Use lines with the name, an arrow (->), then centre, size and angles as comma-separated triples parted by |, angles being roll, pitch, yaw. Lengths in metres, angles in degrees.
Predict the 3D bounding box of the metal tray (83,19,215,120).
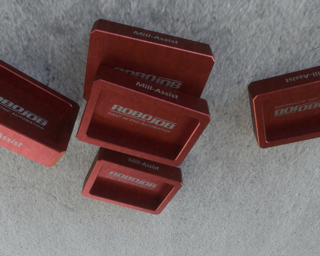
metal tray -> -0.015, -0.062, 0.351 | 0.131, 0.030, 0.089 | 10, 129, -10

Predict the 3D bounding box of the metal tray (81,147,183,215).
metal tray -> -0.043, 0.083, 0.473 | 0.131, 0.030, 0.089 | 19, 127, -16

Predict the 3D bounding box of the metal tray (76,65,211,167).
metal tray -> -0.020, -0.009, 0.356 | 0.131, 0.030, 0.089 | 17, 128, -15

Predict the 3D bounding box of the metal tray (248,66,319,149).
metal tray -> 0.182, -0.027, 0.383 | 0.131, 0.030, 0.090 | -13, 129, 10

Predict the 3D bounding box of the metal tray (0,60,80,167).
metal tray -> -0.161, -0.022, 0.342 | 0.131, 0.090, 0.030 | 31, 123, -24
